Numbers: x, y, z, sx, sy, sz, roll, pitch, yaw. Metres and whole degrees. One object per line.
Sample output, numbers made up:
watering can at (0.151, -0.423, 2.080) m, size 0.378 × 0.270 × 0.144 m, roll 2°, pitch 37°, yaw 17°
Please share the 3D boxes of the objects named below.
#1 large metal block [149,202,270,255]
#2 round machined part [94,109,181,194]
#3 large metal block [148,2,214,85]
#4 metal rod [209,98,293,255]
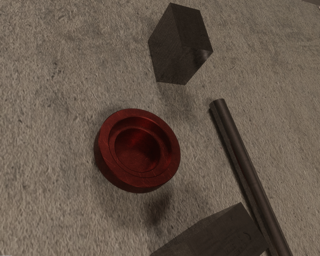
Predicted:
large metal block at (0.048, 0.127, 0.319) m, size 0.081 × 0.080 × 0.050 m, roll -21°, pitch 74°, yaw -36°
round machined part at (-0.029, 0.029, 0.361) m, size 0.099 × 0.042 × 0.098 m, roll 14°, pitch 56°, yaw -21°
large metal block at (0.027, -0.121, 0.459) m, size 0.050 × 0.080 × 0.080 m, roll 3°, pitch 61°, yaw -27°
metal rod at (0.131, 0.093, 0.420) m, size 0.025 × 0.025 × 0.299 m, roll -4°, pitch 64°, yaw -31°
